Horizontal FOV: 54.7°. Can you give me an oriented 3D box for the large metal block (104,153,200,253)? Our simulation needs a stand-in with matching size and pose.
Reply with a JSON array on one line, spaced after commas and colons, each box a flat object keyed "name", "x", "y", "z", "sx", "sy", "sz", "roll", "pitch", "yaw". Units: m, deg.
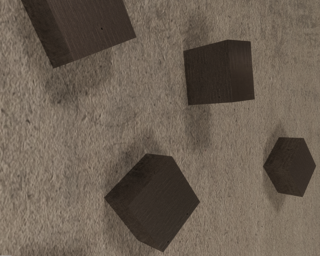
[{"name": "large metal block", "x": -0.007, "y": 0.089, "z": 0.385, "sx": 0.080, "sy": 0.050, "sz": 0.080, "roll": -46, "pitch": 118, "yaw": -30}]

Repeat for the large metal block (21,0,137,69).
[{"name": "large metal block", "x": -0.083, "y": -0.116, "z": 0.320, "sx": 0.081, "sy": 0.050, "sz": 0.080, "roll": -34, "pitch": 111, "yaw": -35}]

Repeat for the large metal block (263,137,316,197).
[{"name": "large metal block", "x": 0.256, "y": 0.075, "z": 0.607, "sx": 0.080, "sy": 0.050, "sz": 0.080, "roll": -51, "pitch": 120, "yaw": -28}]

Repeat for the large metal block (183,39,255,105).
[{"name": "large metal block", "x": 0.083, "y": -0.076, "z": 0.441, "sx": 0.050, "sy": 0.080, "sz": 0.079, "roll": -10, "pitch": 97, "yaw": -40}]
